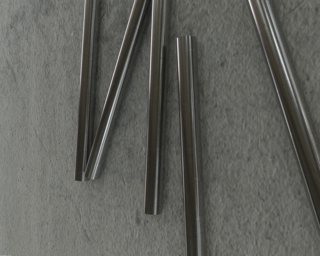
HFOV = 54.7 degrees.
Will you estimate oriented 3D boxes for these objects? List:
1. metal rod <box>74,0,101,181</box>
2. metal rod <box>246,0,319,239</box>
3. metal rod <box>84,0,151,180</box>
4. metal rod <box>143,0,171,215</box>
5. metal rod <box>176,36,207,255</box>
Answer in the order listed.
[{"bbox_3d":[-0.117,-0.064,0.498,0.025,0.025,0.298,7,95,39],"label":"metal rod"},{"bbox_3d":[0.132,-0.004,0.295,0.025,0.025,0.299,-21,77,38],"label":"metal rod"},{"bbox_3d":[-0.061,-0.061,0.452,0.025,0.025,0.298,30,108,35],"label":"metal rod"},{"bbox_3d":[-0.003,-0.038,0.405,0.025,0.025,0.298,4,93,39],"label":"metal rod"},{"bbox_3d":[0.038,0.041,0.371,0.025,0.025,0.298,-4,87,39],"label":"metal rod"}]
